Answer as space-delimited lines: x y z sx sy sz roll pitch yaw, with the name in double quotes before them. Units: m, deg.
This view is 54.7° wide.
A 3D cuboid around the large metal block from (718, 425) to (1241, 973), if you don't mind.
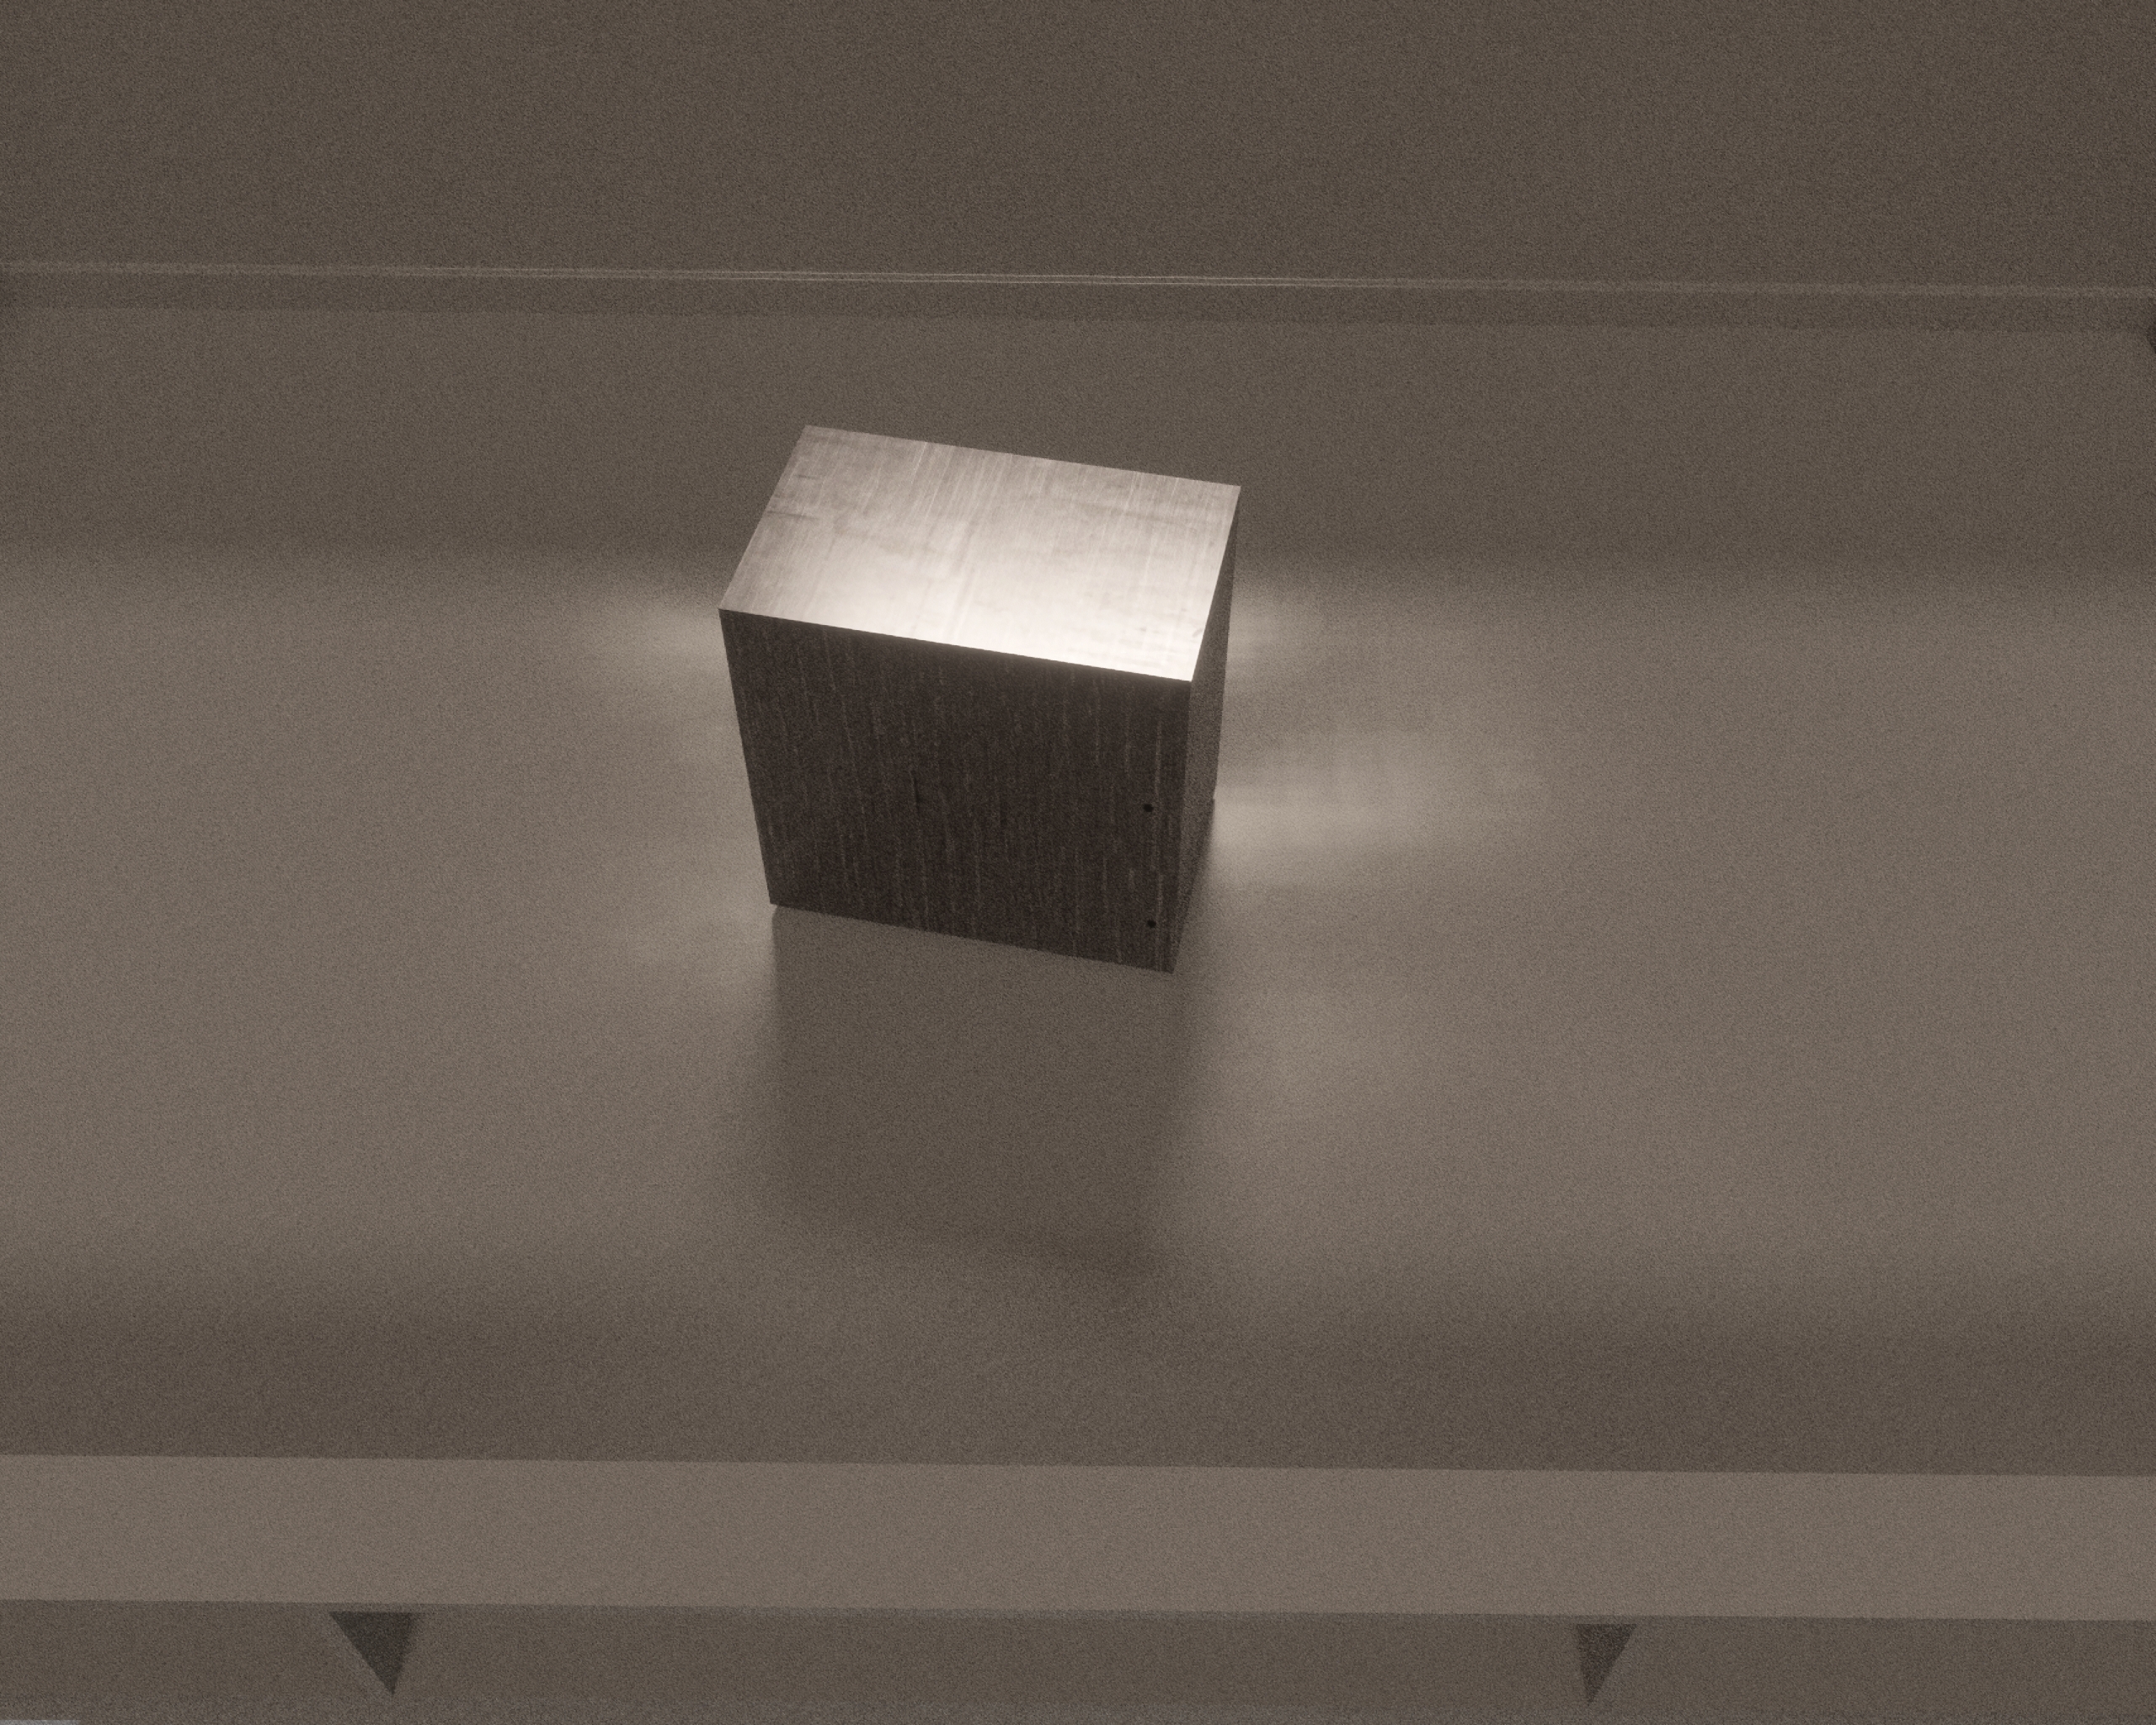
"large metal block" -0.016 -0.029 0.391 0.080 0.080 0.050 9 51 7
